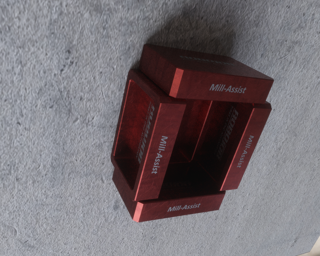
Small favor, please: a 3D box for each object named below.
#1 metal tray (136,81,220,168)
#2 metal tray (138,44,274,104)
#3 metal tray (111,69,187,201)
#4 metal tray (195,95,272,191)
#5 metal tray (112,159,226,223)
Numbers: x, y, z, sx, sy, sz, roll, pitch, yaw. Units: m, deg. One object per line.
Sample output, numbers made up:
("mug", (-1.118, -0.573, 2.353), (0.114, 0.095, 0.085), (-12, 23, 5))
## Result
("metal tray", (0.021, -0.007, 0.413), (0.091, 0.030, 0.129), (1, 118, -29))
("metal tray", (0.052, -0.062, 0.357), (0.131, 0.090, 0.030), (1, 118, -29))
("metal tray", (-0.019, 0.007, 0.361), (0.030, 0.090, 0.129), (1, 118, -29))
("metal tray", (0.087, 0.008, 0.420), (0.030, 0.090, 0.129), (1, 118, -29))
("metal tray", (0.012, 0.078, 0.422), (0.131, 0.090, 0.030), (1, 118, -29))
